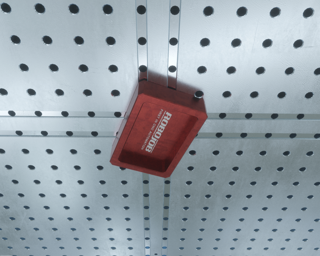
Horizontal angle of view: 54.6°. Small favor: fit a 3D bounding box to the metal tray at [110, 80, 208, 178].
[{"bbox_3d":[-0.006,0.007,0.414,0.091,0.030,0.129,16,129,-14],"label":"metal tray"}]
